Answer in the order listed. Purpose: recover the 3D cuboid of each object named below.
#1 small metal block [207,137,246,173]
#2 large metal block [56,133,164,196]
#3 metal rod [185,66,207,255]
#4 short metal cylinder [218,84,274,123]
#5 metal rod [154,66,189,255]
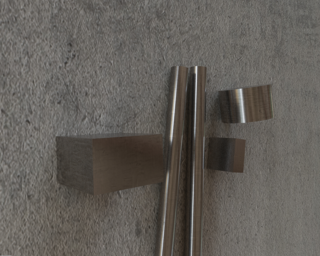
[{"bbox_3d":[0.101,0.041,0.476,0.025,0.050,0.050,9,84,-40],"label":"small metal block"},{"bbox_3d":[-0.053,0.032,0.326,0.081,0.080,0.050,-3,92,-40],"label":"large metal block"},{"bbox_3d":[0.052,0.061,0.450,0.025,0.025,0.298,3,88,-40],"label":"metal rod"},{"bbox_3d":[0.134,-0.039,0.484,0.081,0.080,0.050,-14,99,-40],"label":"short metal cylinder"},{"bbox_3d":[0.014,0.066,0.418,0.025,0.025,0.298,9,85,-40],"label":"metal rod"}]
